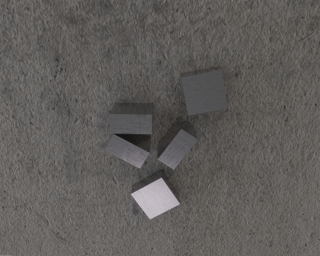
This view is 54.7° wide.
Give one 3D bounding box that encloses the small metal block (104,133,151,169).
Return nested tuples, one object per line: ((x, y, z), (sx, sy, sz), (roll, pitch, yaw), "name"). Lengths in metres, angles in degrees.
((-0.040, 0.020, 0.403), (0.050, 0.050, 0.025), (29, 108, -10), "small metal block")

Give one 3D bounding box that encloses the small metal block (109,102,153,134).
((-0.035, -0.013, 0.391), (0.050, 0.050, 0.025), (1, 110, -1), "small metal block")

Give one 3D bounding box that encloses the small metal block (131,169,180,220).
((-0.006, 0.095, 0.445), (0.050, 0.025, 0.050), (-30, 108, 10), "small metal block")

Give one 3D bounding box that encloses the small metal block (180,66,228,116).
((0.055, -0.047, 0.393), (0.050, 0.025, 0.050), (-11, 110, 4), "small metal block")

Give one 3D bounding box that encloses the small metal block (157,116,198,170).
((0.022, 0.018, 0.403), (0.025, 0.050, 0.050), (34, 107, -12), "small metal block")
